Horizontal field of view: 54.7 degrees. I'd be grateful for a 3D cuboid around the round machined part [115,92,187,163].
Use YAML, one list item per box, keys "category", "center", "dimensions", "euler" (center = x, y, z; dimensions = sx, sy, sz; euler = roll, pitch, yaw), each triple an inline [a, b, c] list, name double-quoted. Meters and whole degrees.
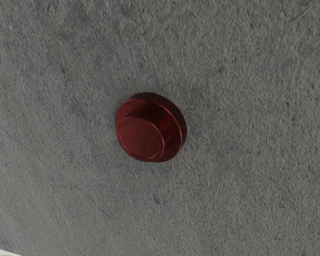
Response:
- category: "round machined part"
  center: [-0.018, 0.006, 0.408]
  dimensions: [0.098, 0.042, 0.097]
  euler: [13, 124, 20]
